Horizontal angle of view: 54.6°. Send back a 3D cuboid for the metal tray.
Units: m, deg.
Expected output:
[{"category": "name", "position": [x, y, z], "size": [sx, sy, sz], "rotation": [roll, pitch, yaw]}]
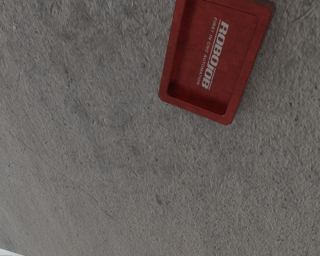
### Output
[{"category": "metal tray", "position": [0.054, -0.076, 0.328], "size": [0.090, 0.030, 0.129], "rotation": [22, 127, 14]}]
